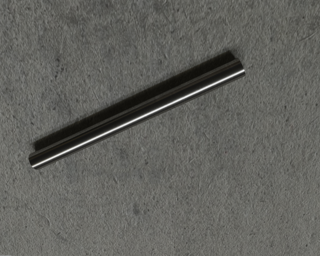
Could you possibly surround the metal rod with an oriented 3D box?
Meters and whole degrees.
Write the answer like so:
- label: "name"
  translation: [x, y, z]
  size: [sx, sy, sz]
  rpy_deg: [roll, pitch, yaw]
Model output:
- label: "metal rod"
  translation: [-0.036, -0.015, 0.403]
  size: [0.301, 0.025, 0.025]
  rpy_deg: [-24, 108, 8]
